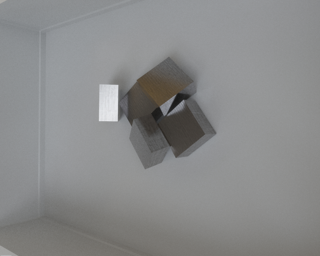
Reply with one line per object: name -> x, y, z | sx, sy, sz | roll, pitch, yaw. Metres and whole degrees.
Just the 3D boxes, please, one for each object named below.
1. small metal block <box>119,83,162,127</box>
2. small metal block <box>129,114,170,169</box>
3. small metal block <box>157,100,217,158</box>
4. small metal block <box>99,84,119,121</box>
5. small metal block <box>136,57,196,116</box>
small metal block -> -0.023, -0.031, 0.421 | 0.050, 0.025, 0.050 | -45, 64, 30
small metal block -> -0.015, 0.018, 0.400 | 0.050, 0.025, 0.050 | 60, 155, 22
small metal block -> 0.032, 0.001, 0.377 | 0.050, 0.025, 0.050 | -43, 64, 31
small metal block -> -0.072, -0.034, 0.444 | 0.050, 0.025, 0.050 | -177, 88, -83
small metal block -> 0.008, -0.051, 0.381 | 0.050, 0.025, 0.050 | -37, 62, -5
